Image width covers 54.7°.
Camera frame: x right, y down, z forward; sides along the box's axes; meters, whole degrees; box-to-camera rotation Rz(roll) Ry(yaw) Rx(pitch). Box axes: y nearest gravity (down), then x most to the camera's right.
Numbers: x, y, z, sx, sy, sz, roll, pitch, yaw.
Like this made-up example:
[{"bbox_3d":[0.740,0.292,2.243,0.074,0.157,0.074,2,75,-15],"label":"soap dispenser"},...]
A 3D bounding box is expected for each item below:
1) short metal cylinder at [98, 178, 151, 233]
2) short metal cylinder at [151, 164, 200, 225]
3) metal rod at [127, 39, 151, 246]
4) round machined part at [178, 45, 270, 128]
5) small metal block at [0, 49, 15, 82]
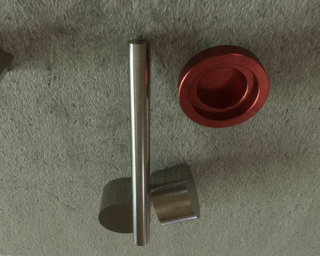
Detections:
[{"bbox_3d":[-0.055,0.125,0.497,0.081,0.050,0.079,0,130,0],"label":"short metal cylinder"},{"bbox_3d":[0.023,0.097,0.454,0.050,0.080,0.080,-15,129,12],"label":"short metal cylinder"},{"bbox_3d":[-0.025,0.039,0.401,0.025,0.025,0.298,1,118,-1],"label":"metal rod"},{"bbox_3d":[0.070,-0.050,0.354,0.099,0.042,0.097,0,130,0],"label":"round machined part"},{"bbox_3d":[-0.193,-0.068,0.330,0.050,0.050,0.025,27,125,-21],"label":"small metal block"}]
